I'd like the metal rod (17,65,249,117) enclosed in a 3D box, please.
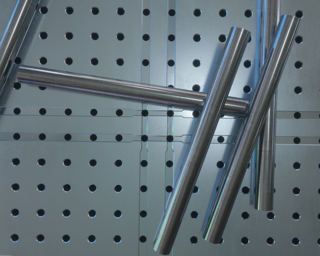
[{"bbox_3d":[-0.035,-0.049,0.413,0.302,0.025,0.025,9,90,0],"label":"metal rod"}]

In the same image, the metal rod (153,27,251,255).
[{"bbox_3d":[0.050,0.022,0.395,0.025,0.025,0.298,19,97,0],"label":"metal rod"}]

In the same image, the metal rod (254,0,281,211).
[{"bbox_3d":[0.143,-0.042,0.414,0.025,0.025,0.298,2,90,0],"label":"metal rod"}]

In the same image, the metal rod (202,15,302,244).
[{"bbox_3d":[0.114,0.007,0.397,0.025,0.025,0.298,18,97,0],"label":"metal rod"}]

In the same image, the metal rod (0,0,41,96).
[{"bbox_3d":[-0.190,-0.131,0.412,0.025,0.025,0.299,23,90,0],"label":"metal rod"}]
